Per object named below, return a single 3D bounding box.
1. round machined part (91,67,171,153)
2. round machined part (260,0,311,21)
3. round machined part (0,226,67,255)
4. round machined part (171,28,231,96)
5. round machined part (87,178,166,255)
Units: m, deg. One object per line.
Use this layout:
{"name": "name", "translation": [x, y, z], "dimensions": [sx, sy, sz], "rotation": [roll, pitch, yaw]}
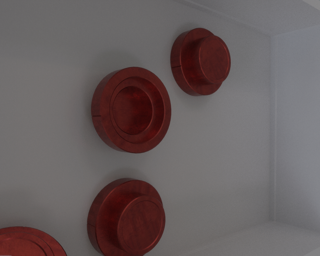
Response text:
{"name": "round machined part", "translation": [-0.037, -0.020, 0.364], "dimensions": [0.099, 0.042, 0.097], "rotation": [0, 90, -40]}
{"name": "round machined part", "translation": [0.221, -0.233, 0.562], "dimensions": [0.099, 0.042, 0.098], "rotation": [22, 43, -22]}
{"name": "round machined part", "translation": [-0.124, 0.127, 0.257], "dimensions": [0.099, 0.042, 0.098], "rotation": [15, 43, -14]}
{"name": "round machined part", "translation": [0.065, -0.096, 0.450], "dimensions": [0.099, 0.042, 0.097], "rotation": [0, 90, -40]}
{"name": "round machined part", "translation": [-0.032, 0.111, 0.369], "dimensions": [0.099, 0.042, 0.097], "rotation": [0, 90, -40]}
